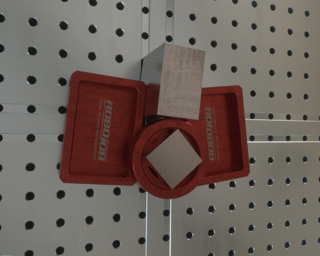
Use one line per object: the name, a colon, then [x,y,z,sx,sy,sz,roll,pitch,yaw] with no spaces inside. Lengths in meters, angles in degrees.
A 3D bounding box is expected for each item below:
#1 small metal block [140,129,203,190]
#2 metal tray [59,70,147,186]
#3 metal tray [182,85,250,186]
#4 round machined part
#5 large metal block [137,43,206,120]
small metal block: [0.013,0.036,0.369,0.050,0.025,0.050,-41,103,-15]
metal tray: [-0.070,0.002,0.380,0.091,0.030,0.129,7,88,-20]
metal tray: [0.074,0.009,0.433,0.091,0.030,0.129,-7,93,-20]
round machined part: [0.008,0.037,0.392,0.099,0.042,0.097,0,90,-20]
large metal block: [0.011,-0.052,0.383,0.050,0.080,0.080,7,88,-20]
